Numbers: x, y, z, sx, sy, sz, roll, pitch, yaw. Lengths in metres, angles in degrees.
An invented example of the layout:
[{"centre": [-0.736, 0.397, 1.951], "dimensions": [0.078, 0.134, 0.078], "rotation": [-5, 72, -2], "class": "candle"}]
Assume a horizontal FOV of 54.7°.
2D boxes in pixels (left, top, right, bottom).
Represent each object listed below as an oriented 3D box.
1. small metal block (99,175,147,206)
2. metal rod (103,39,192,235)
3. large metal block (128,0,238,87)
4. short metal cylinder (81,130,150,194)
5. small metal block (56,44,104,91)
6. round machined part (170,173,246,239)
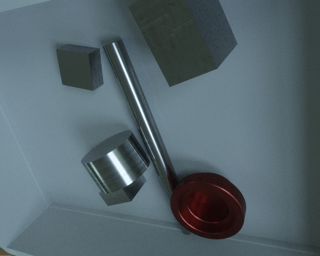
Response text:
[{"centre": [-0.057, 0.091, 0.477], "dimensions": [0.050, 0.050, 0.025], "rotation": [-20, 108, 35], "class": "small metal block"}, {"centre": [-0.006, 0.027, 0.426], "dimensions": [0.025, 0.025, 0.298], "rotation": [-8, 115, 31], "class": "metal rod"}, {"centre": [0.027, -0.097, 0.298], "dimensions": [0.050, 0.080, 0.080], "rotation": [-17, 110, 34], "class": "large metal block"}, {"centre": [-0.061, 0.046, 0.432], "dimensions": [0.080, 0.080, 0.050], "rotation": [-19, 108, 35], "class": "short metal cylinder"}, {"centre": [-0.106, -0.081, 0.412], "dimensions": [0.050, 0.025, 0.050], "rotation": [13, 124, 20], "class": "small metal block"}, {"centre": [0.067, 0.100, 0.421], "dimensions": [0.098, 0.042, 0.097], "rotation": [11, 122, 18], "class": "round machined part"}]
